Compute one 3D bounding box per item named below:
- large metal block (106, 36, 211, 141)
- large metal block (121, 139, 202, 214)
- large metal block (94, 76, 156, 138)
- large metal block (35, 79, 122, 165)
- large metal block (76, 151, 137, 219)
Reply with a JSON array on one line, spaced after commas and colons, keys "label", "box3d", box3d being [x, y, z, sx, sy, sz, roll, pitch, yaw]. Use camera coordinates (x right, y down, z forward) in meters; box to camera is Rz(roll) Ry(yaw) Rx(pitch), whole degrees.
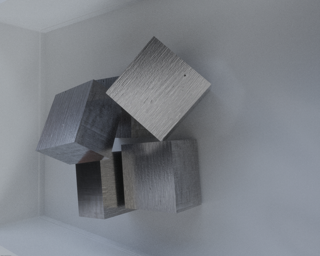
[{"label": "large metal block", "box3d": [0.001, -0.042, 0.353, 0.080, 0.050, 0.080, 42, 95, 6]}, {"label": "large metal block", "box3d": [0.001, 0.057, 0.383, 0.080, 0.050, 0.080, -7, 86, 39]}, {"label": "large metal block", "box3d": [-0.051, -0.027, 0.428, 0.080, 0.050, 0.079, -1, 89, 39]}, {"label": "large metal block", "box3d": [-0.098, -0.004, 0.382, 0.080, 0.050, 0.080, -12, 57, 39]}, {"label": "large metal block", "box3d": [-0.063, 0.072, 0.419, 0.050, 0.081, 0.080, -8, 85, 39]}]
